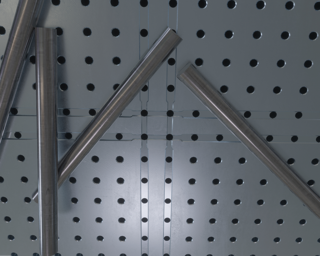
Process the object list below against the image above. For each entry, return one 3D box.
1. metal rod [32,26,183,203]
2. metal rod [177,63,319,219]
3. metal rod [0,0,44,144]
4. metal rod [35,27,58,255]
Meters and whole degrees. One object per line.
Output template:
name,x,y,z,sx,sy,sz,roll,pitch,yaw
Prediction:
metal rod,-0.078,-0.006,0.410,0.025,0.025,0.299,38,106,-13
metal rod,0.136,0.026,0.423,0.300,0.025,0.025,43,105,-14
metal rod,-0.205,-0.032,0.400,0.025,0.025,0.298,23,108,-8
metal rod,-0.146,0.027,0.401,0.025,0.025,0.298,4,103,-1
